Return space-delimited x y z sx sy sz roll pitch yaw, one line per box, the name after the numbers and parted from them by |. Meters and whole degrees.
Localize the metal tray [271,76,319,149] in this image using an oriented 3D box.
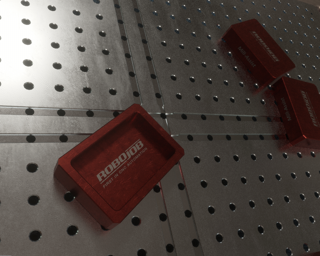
0.264 -0.028 0.568 0.091 0.030 0.130 8 58 -25 | metal tray

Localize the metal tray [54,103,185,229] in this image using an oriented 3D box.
-0.042 0.038 0.359 0.090 0.030 0.131 46 51 3 | metal tray

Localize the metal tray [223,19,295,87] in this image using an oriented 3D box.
0.194 -0.149 0.603 0.091 0.030 0.130 -28 77 -37 | metal tray

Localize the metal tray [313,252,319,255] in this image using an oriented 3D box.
0.208 0.226 0.382 0.131 0.030 0.090 -26 76 -37 | metal tray
